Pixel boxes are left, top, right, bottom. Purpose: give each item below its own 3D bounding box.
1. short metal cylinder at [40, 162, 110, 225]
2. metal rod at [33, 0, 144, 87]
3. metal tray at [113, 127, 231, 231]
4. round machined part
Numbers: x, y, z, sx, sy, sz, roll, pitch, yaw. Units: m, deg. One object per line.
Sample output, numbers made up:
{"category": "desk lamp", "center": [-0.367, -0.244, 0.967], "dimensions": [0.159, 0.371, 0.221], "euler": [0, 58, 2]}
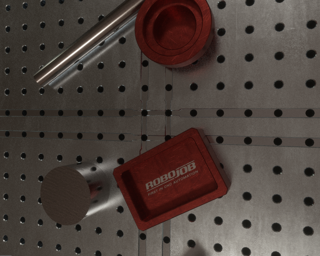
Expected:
{"category": "short metal cylinder", "center": [-0.120, 0.091, 0.440], "dimensions": [0.080, 0.050, 0.079], "euler": [0, 90, 19]}
{"category": "metal rod", "center": [-0.062, -0.150, 0.433], "dimensions": [0.300, 0.025, 0.025], "euler": [-32, 80, 16]}
{"category": "metal tray", "center": [0.013, 0.066, 0.404], "dimensions": [0.130, 0.030, 0.090], "euler": [-29, 81, 17]}
{"category": "round machined part", "center": [0.021, -0.126, 0.395], "dimensions": [0.098, 0.042, 0.097], "euler": [0, 90, 19]}
